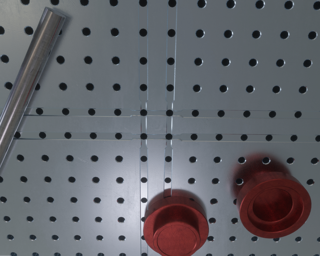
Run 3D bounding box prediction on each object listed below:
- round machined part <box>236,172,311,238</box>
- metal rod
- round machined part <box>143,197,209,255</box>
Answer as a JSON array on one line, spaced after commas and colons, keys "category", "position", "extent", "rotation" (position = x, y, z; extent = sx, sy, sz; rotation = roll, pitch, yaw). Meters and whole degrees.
[{"category": "round machined part", "position": [0.159, 0.105, 0.445], "extent": [0.099, 0.042, 0.097], "rotation": [0, 110, 0]}, {"category": "metal rod", "position": [-0.196, -0.013, 0.406], "extent": [0.025, 0.025, 0.298], "rotation": [28, 108, -10]}, {"category": "round machined part", "position": [0.024, 0.155, 0.462], "extent": [0.099, 0.042, 0.097], "rotation": [0, 110, 0]}]
